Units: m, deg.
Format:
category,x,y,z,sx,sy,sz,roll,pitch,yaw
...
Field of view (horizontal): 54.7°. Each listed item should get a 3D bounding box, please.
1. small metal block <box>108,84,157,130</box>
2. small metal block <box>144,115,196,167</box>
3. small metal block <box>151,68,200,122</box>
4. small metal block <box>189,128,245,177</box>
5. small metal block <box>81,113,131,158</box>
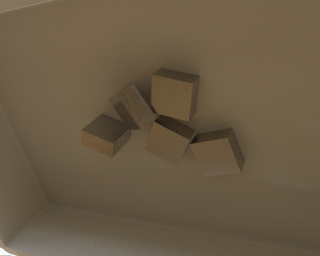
category,x,y,z,sx,sy,sz,roll,pitch,yaw
small metal block,-0.037,-0.025,0.395,0.050,0.025,0.050,56,162,-12
small metal block,0.013,0.016,0.411,0.050,0.025,0.050,28,128,10
small metal block,0.018,-0.041,0.373,0.050,0.025,0.050,15,125,19
small metal block,0.073,0.031,0.389,0.050,0.025,0.050,-12,112,33
small metal block,-0.075,0.009,0.436,0.050,0.050,0.025,21,126,15
